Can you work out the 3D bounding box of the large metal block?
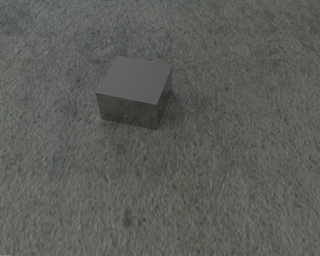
[{"bbox_3d":[-0.032,-0.050,0.429,0.080,0.050,0.080,12,51,10],"label":"large metal block"}]
